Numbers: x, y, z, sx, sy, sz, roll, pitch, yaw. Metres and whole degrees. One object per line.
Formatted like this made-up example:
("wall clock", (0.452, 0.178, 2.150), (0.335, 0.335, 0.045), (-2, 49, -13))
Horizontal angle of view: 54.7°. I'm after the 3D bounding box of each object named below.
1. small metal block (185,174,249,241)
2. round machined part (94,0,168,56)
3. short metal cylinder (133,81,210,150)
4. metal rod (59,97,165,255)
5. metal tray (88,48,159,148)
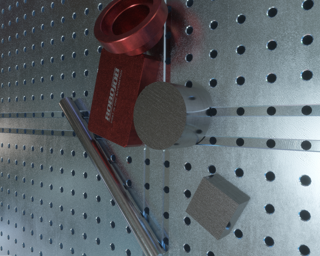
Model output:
("small metal block", (0.064, 0.089, 0.355), (0.050, 0.025, 0.050), (36, 112, 33))
("round machined part", (-0.034, -0.134, 0.406), (0.098, 0.042, 0.098), (-15, 53, 21))
("short metal cylinder", (0.014, -0.015, 0.380), (0.080, 0.050, 0.079), (0, 90, 39))
("metal rod", (-0.084, 0.063, 0.475), (0.025, 0.025, 0.300), (-51, 60, 27))
("metal tray", (-0.056, -0.046, 0.450), (0.090, 0.030, 0.129), (21, 103, 37))
